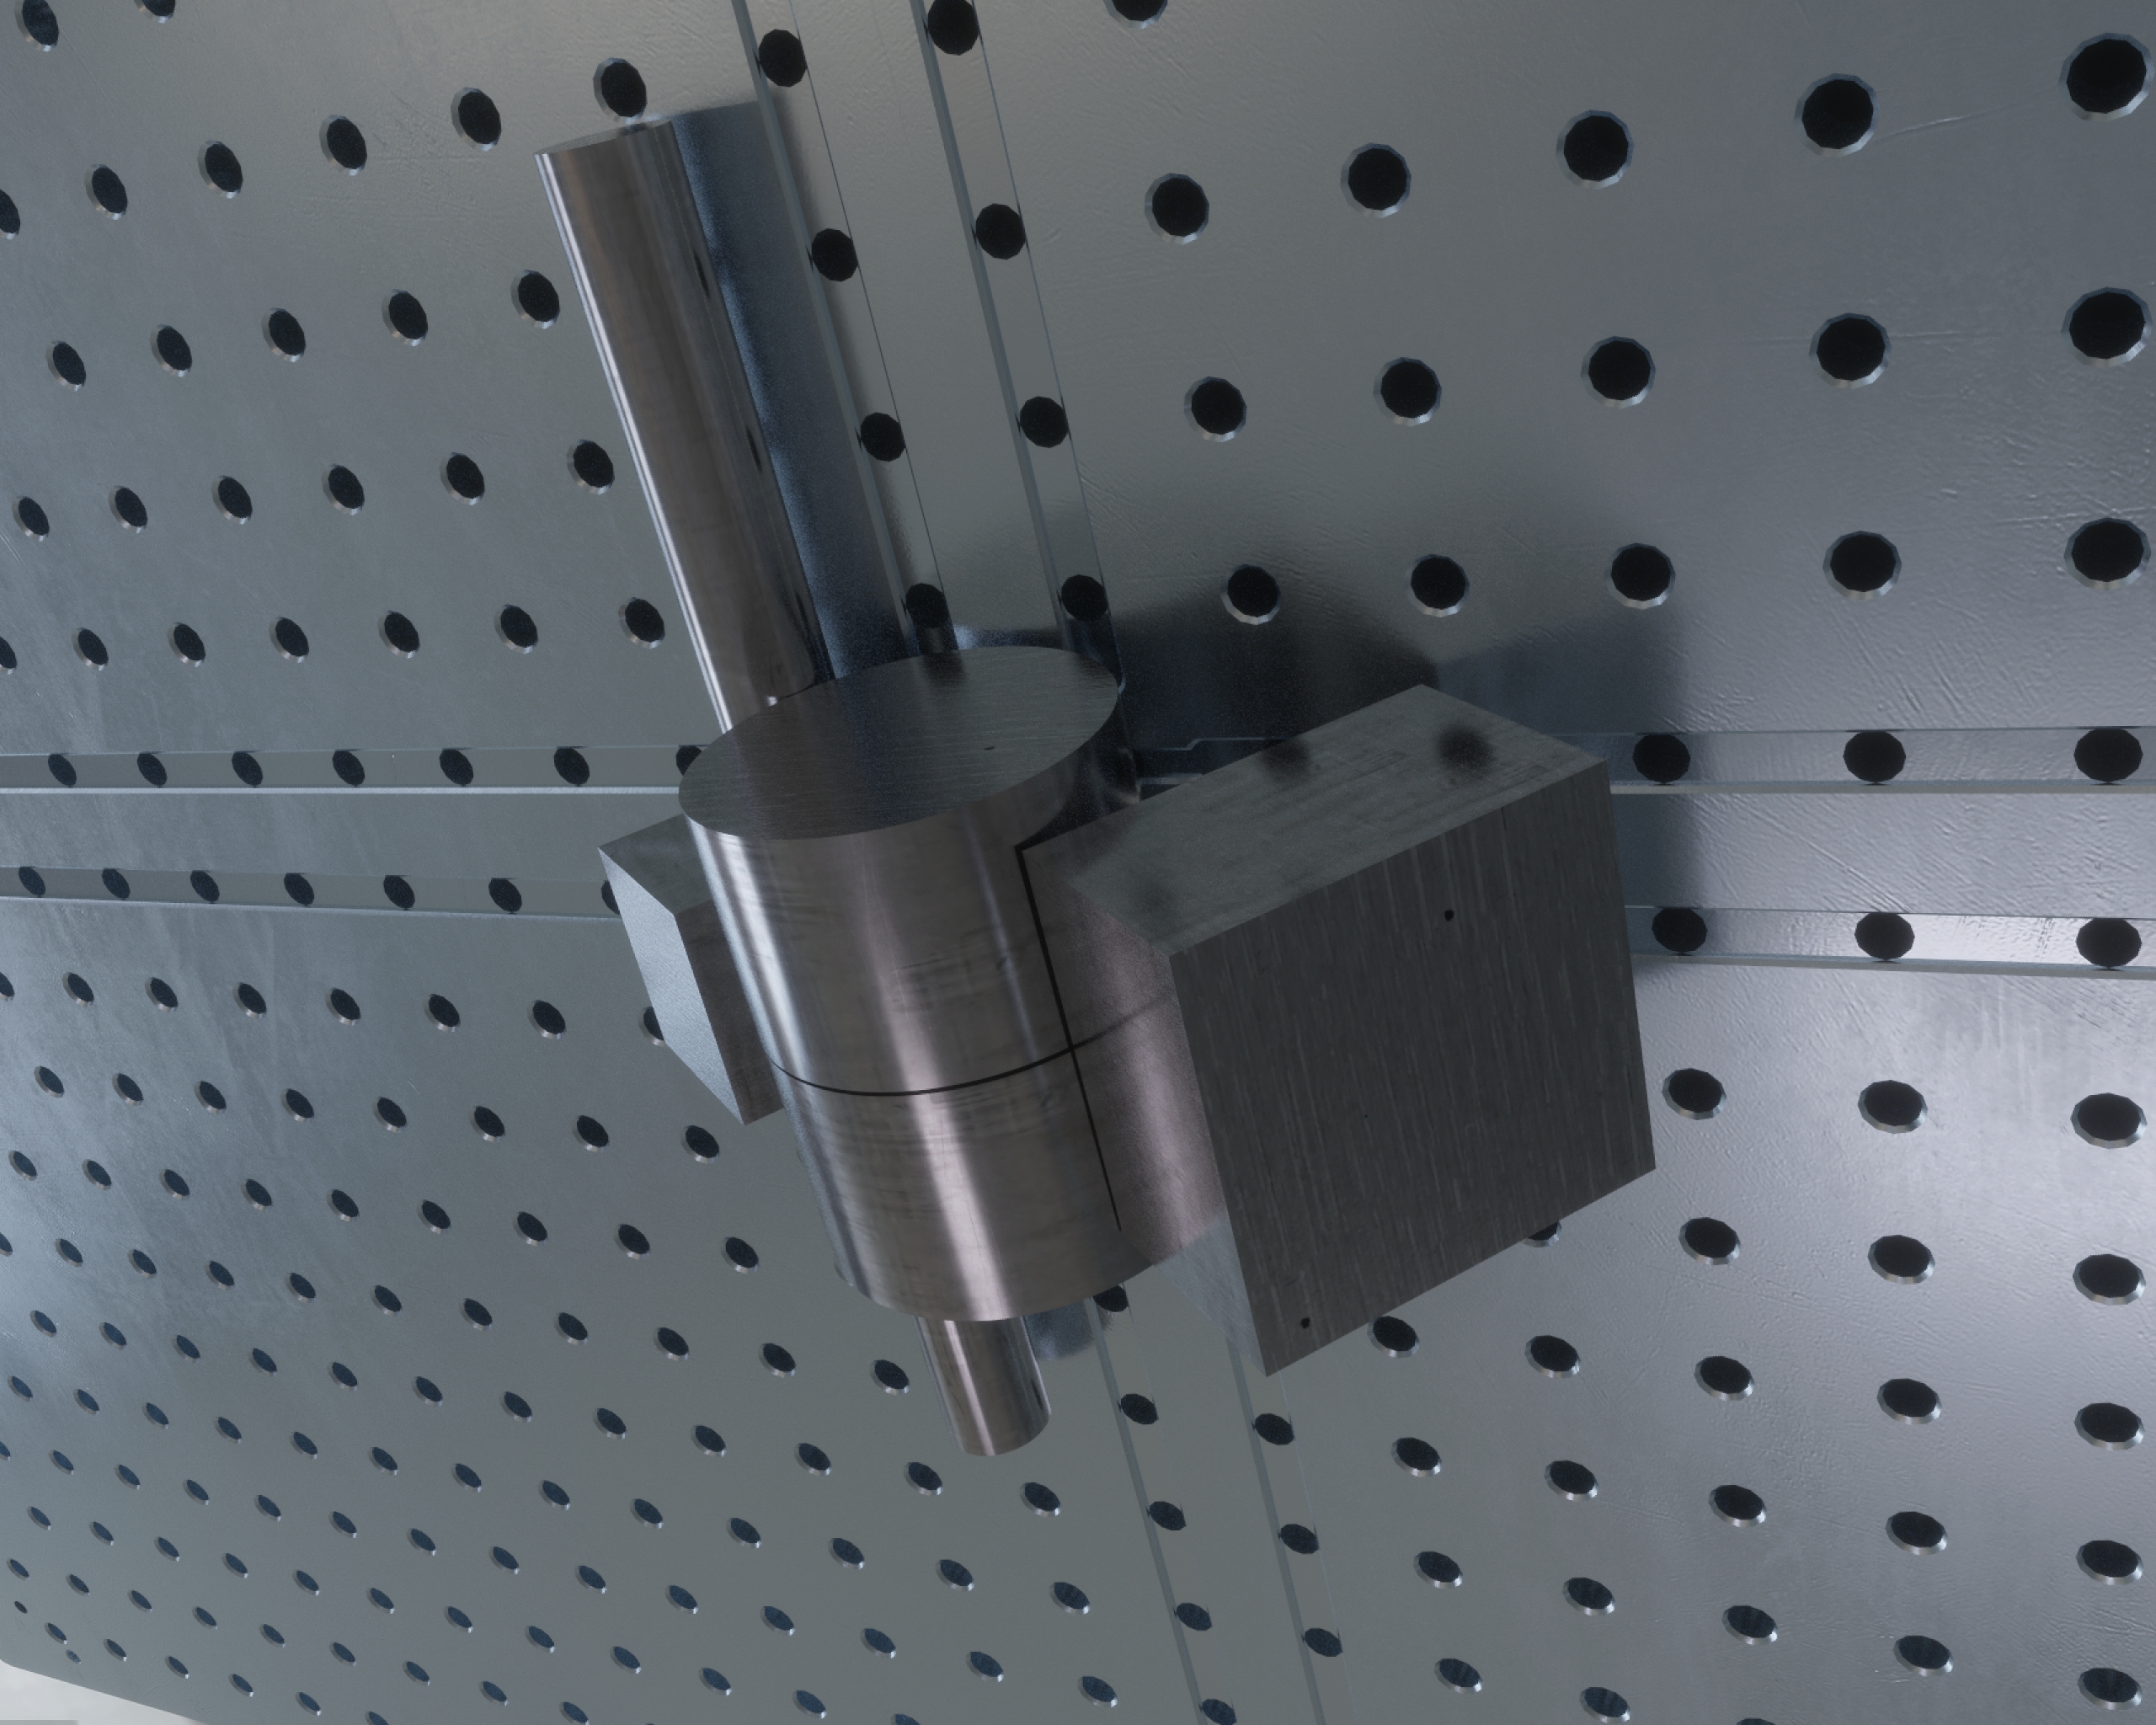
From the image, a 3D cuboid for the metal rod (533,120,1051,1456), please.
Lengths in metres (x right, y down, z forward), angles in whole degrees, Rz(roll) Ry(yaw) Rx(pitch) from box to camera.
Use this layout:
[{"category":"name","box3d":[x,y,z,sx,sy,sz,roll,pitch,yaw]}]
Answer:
[{"category":"metal rod","box3d":[-0.052,0.002,0.434,0.025,0.025,0.298,0,119,28]}]

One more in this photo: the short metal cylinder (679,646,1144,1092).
[{"category":"short metal cylinder","box3d":[-0.027,-0.001,0.384,0.080,0.080,0.050,1,119,28]}]

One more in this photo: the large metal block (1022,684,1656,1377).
[{"category":"large metal block","box3d":[0.046,0.026,0.353,0.050,0.081,0.080,35,143,57]}]

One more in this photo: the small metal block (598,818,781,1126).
[{"category":"small metal block","box3d":[-0.075,0.021,0.444,0.050,0.025,0.050,29,138,56]}]

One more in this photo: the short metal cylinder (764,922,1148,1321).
[{"category":"short metal cylinder","box3d":[-0.015,0.043,0.405,0.080,0.080,0.050,1,119,28]}]
